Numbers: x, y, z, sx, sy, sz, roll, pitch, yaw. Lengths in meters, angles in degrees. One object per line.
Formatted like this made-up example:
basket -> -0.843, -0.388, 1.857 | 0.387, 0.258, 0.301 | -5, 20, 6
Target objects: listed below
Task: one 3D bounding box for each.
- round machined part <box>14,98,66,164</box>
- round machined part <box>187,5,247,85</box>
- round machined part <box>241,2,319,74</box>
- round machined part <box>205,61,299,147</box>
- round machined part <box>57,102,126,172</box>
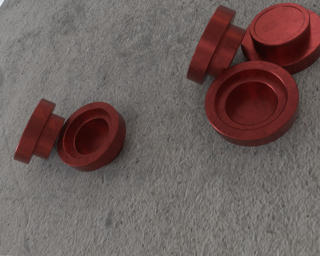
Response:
round machined part -> -0.173, 0.009, 0.458 | 0.097, 0.042, 0.098 | -55, 20, 32
round machined part -> 0.074, -0.098, 0.387 | 0.042, 0.098, 0.098 | 26, 74, 7
round machined part -> 0.150, -0.116, 0.385 | 0.098, 0.042, 0.098 | -13, 56, 21
round machined part -> 0.104, -0.024, 0.350 | 0.098, 0.042, 0.098 | -11, 61, 20
round machined part -> -0.089, 0.015, 0.431 | 0.098, 0.042, 0.098 | -13, 56, 21
